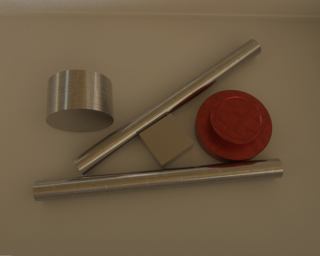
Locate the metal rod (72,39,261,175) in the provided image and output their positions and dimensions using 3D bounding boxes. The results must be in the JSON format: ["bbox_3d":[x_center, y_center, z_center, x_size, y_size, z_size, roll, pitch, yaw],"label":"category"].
[{"bbox_3d":[0.018,-0.035,0.421,0.301,0.025,0.025,-35,74,-12],"label":"metal rod"}]

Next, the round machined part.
[{"bbox_3d":[0.097,-0.006,0.401,0.099,0.042,0.098,0,70,-1],"label":"round machined part"}]

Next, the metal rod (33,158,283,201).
[{"bbox_3d":[0.000,0.064,0.385,0.302,0.025,0.025,-5,70,-3],"label":"metal rod"}]

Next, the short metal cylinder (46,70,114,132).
[{"bbox_3d":[-0.100,-0.031,0.390,0.081,0.080,0.050,-5,70,-2],"label":"short metal cylinder"}]

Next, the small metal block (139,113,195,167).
[{"bbox_3d":[0.008,0.017,0.401,0.050,0.025,0.050,-34,74,-12],"label":"small metal block"}]
